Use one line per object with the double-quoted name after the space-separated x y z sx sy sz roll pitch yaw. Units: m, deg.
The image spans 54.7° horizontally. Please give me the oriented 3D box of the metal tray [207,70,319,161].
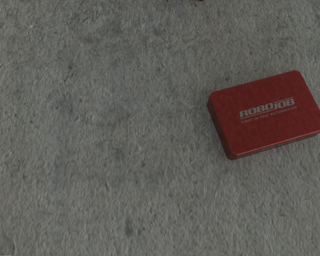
0.139 -0.018 0.414 0.131 0.030 0.090 -15 71 -6 "metal tray"
